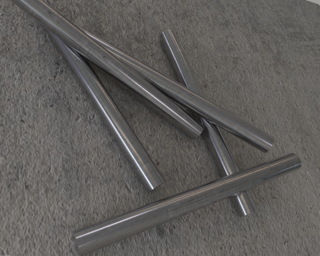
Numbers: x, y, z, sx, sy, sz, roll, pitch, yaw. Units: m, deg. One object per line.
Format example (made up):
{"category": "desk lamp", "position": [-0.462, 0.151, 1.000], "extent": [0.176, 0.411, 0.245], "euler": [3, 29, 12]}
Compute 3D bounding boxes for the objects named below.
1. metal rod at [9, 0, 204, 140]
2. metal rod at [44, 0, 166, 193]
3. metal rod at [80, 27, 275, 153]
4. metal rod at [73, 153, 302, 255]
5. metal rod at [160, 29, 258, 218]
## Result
{"category": "metal rod", "position": [-0.064, -0.082, 0.393], "extent": [0.301, 0.025, 0.025], "euler": [37, 51, -14]}
{"category": "metal rod", "position": [-0.085, -0.053, 0.390], "extent": [0.025, 0.025, 0.299], "euler": [-25, 75, -37]}
{"category": "metal rod", "position": [0.018, -0.052, 0.421], "extent": [0.301, 0.025, 0.025], "euler": [30, 52, 0]}
{"category": "metal rod", "position": [0.052, 0.078, 0.360], "extent": [0.303, 0.025, 0.025], "euler": [-14, 69, -26]}
{"category": "metal rod", "position": [0.062, -0.020, 0.449], "extent": [0.025, 0.025, 0.299], "euler": [-8, 66, -32]}
